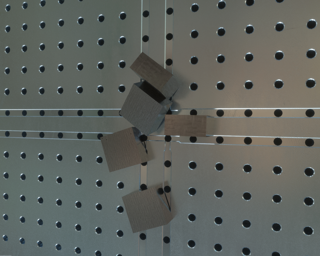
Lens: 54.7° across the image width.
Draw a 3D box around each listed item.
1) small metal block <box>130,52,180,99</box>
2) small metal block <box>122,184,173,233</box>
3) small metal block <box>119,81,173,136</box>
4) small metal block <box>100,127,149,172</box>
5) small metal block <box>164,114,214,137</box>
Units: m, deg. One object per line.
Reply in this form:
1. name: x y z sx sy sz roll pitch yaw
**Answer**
1. small metal block: -0.005 -0.066 0.399 0.050 0.050 0.025 40 92 15
2. small metal block: -0.017 0.108 0.418 0.050 0.025 0.050 -21 83 18
3. small metal block: -0.019 -0.026 0.411 0.050 0.025 0.050 39 121 15
4. small metal block: -0.049 0.030 0.429 0.050 0.025 0.050 -18 84 18
5. small metal block: 0.038 -0.003 0.385 0.050 0.050 0.025 2 91 19
